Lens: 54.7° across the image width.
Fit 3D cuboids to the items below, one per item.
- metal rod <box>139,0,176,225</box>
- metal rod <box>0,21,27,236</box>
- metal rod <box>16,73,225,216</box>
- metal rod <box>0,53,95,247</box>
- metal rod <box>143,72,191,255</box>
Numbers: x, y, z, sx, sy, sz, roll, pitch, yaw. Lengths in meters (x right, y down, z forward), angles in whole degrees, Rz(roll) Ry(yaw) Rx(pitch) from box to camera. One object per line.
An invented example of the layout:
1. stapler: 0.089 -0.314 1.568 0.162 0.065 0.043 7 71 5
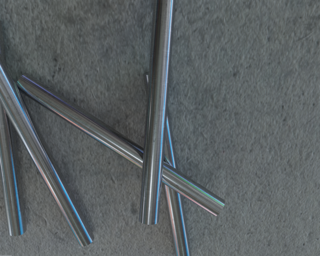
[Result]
1. metal rod: -0.003 -0.032 0.365 0.025 0.025 0.298 4 98 -2
2. metal rod: -0.206 0.014 0.412 0.025 0.025 0.298 2 110 -1
3. metal rod: -0.047 0.024 0.399 0.301 0.025 0.025 33 107 -5
4. metal rod: -0.154 0.042 0.409 0.025 0.025 0.298 -16 115 5
5. metal rod: 0.014 0.069 0.435 0.025 0.025 0.298 -9 110 3
